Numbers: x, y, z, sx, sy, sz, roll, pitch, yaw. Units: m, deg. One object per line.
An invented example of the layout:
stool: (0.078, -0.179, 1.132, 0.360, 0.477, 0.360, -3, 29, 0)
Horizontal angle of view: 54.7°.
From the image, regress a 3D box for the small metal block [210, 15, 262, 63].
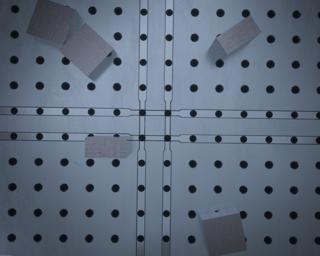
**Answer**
small metal block: (0.096, -0.114, 0.402, 0.050, 0.050, 0.025, -34, 90, 0)

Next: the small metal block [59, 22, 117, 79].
small metal block: (-0.095, -0.101, 0.412, 0.050, 0.025, 0.050, 43, 90, -1)

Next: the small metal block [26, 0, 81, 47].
small metal block: (-0.141, -0.138, 0.411, 0.050, 0.025, 0.050, 19, 90, -1)

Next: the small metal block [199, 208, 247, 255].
small metal block: (0.084, 0.139, 0.415, 0.050, 0.025, 0.050, -11, 90, -1)

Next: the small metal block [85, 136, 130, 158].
small metal block: (-0.066, 0.024, 0.400, 0.050, 0.050, 0.025, 1, 90, -1)
